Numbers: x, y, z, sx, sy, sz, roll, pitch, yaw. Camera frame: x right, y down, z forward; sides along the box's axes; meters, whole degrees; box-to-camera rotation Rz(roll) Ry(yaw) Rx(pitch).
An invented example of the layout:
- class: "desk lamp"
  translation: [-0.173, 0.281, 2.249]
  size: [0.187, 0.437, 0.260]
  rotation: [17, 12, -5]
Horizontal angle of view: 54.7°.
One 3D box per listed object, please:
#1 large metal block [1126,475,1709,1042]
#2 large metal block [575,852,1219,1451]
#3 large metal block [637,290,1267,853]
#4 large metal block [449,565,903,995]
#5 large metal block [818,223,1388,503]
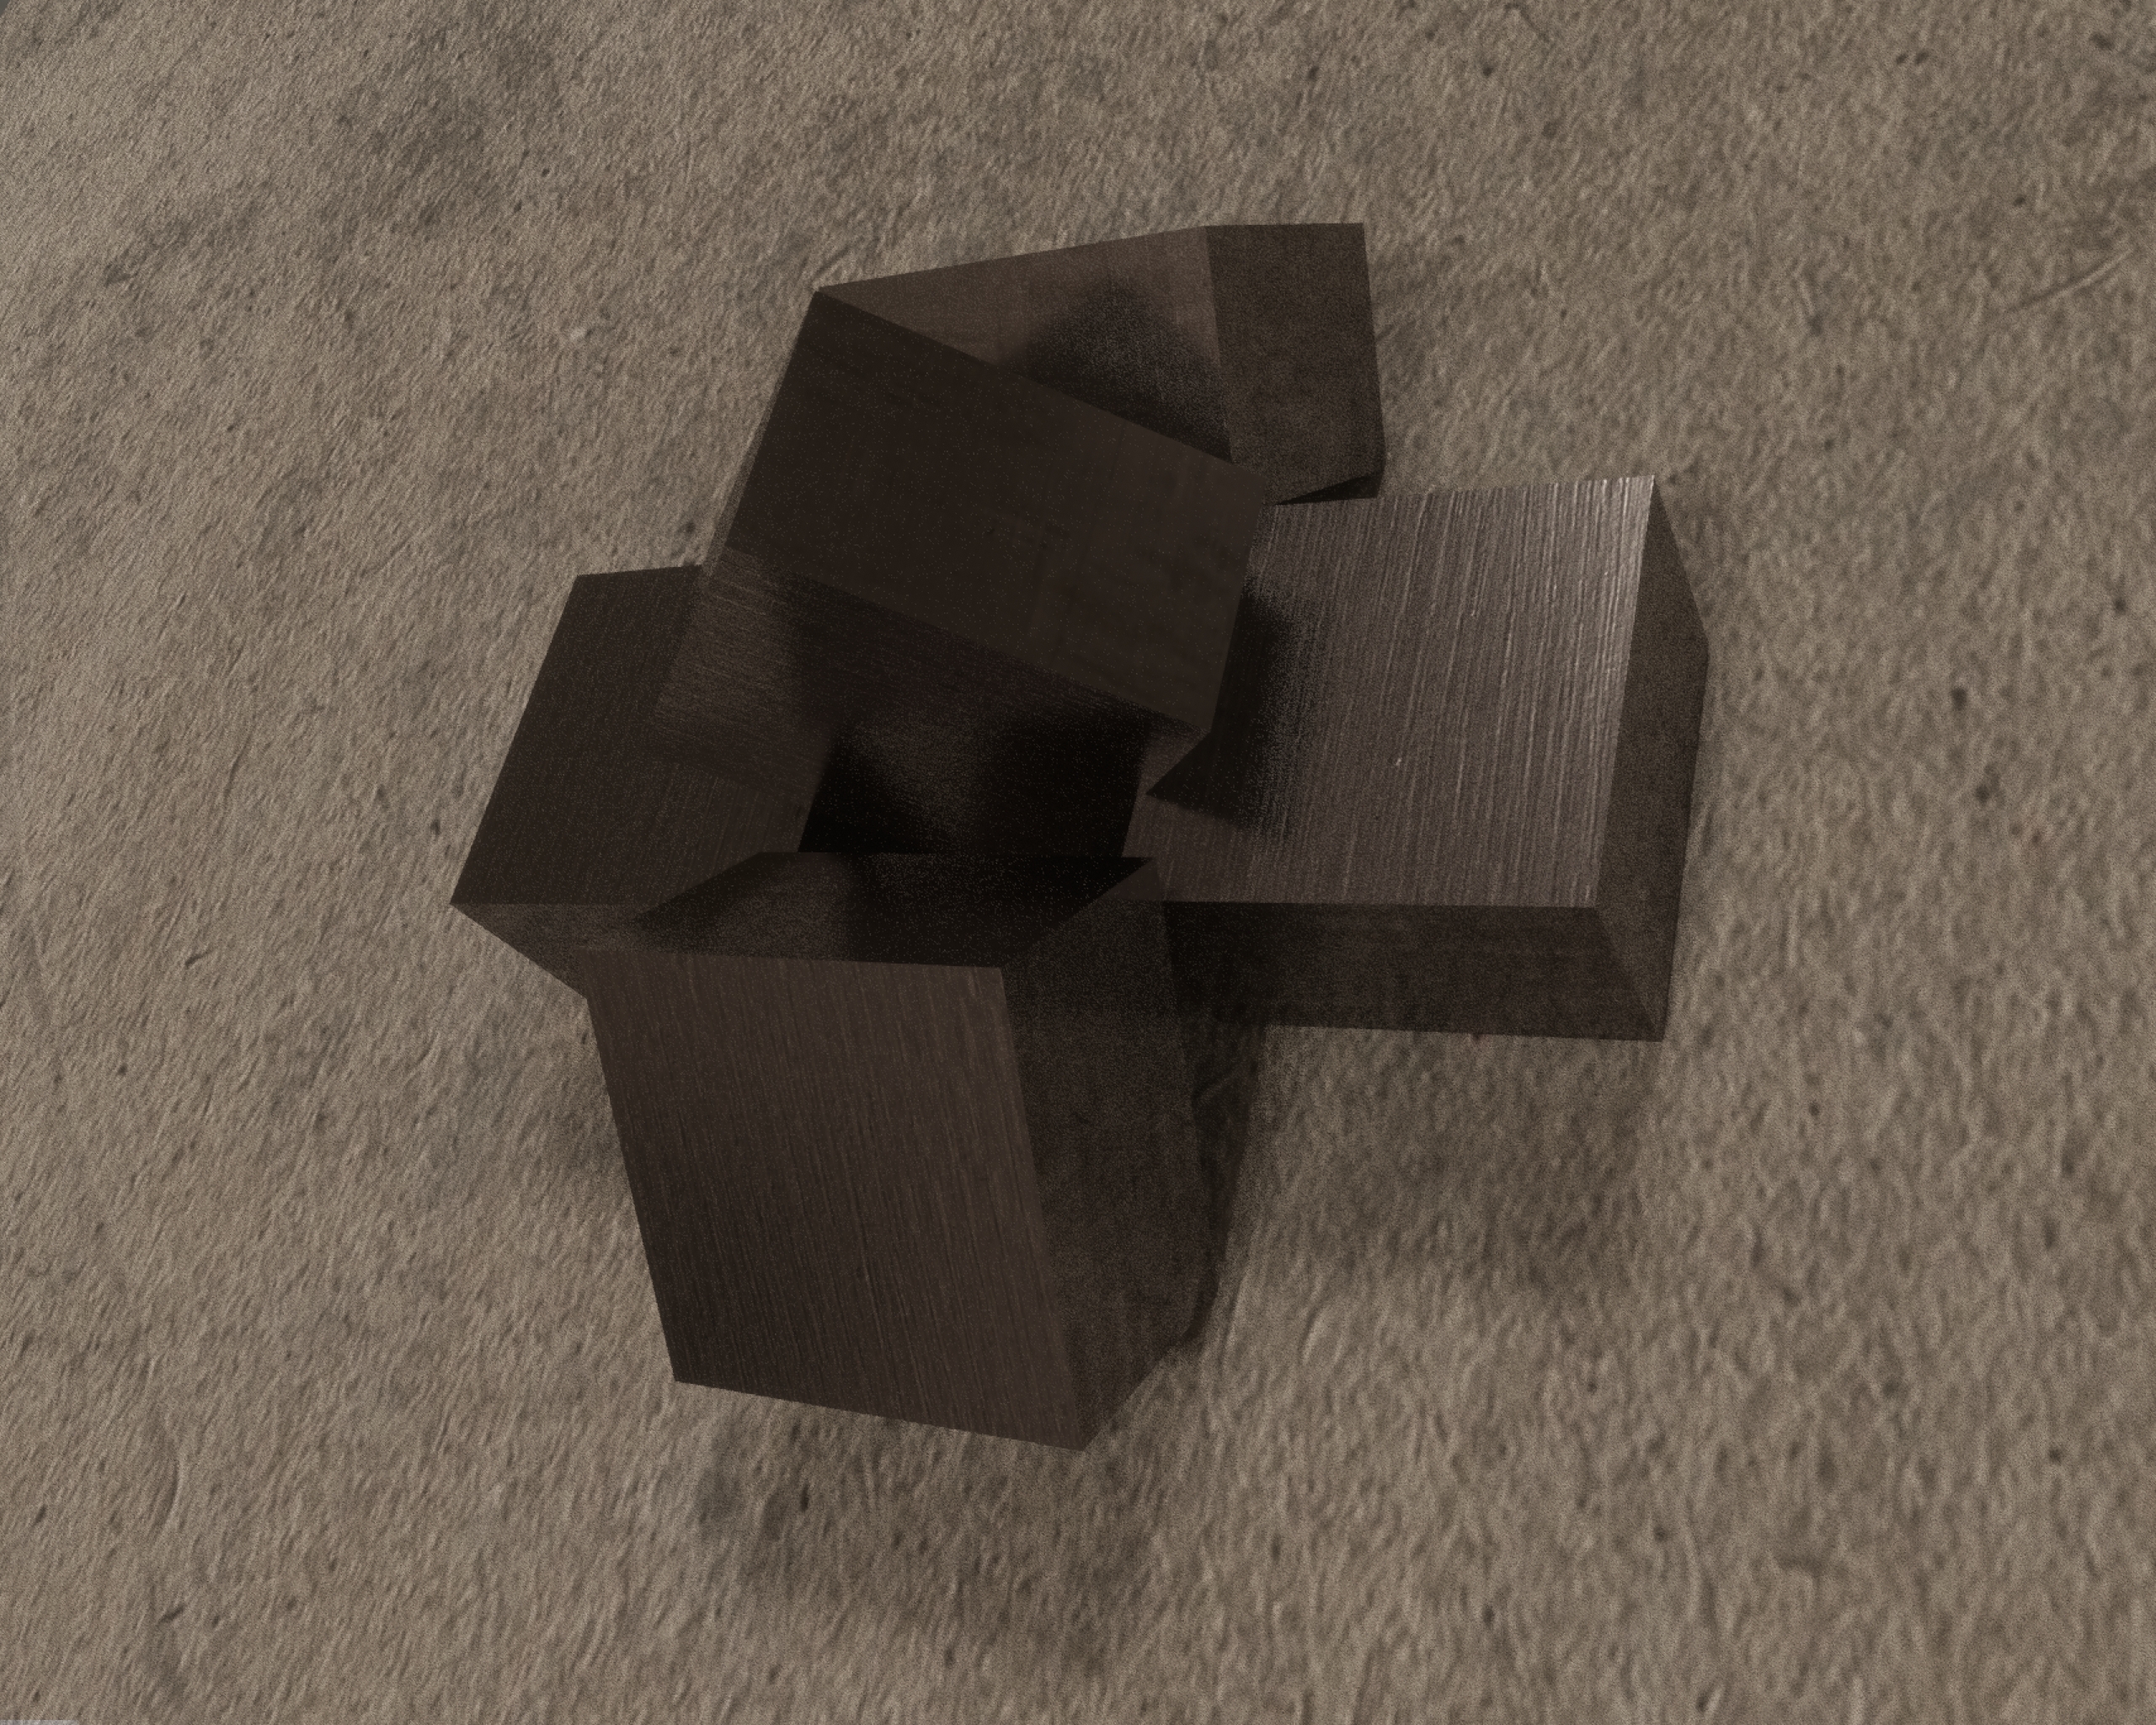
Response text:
- class: "large metal block"
  translation: [0.060, -0.017, 0.364]
  size: [0.080, 0.050, 0.080]
  rotation: [0, 62, 28]
- class: "large metal block"
  translation: [-0.028, 0.044, 0.349]
  size: [0.080, 0.079, 0.050]
  rotation: [1, 19, 29]
- class: "large metal block"
  translation: [-0.024, -0.043, 0.365]
  size: [0.080, 0.080, 0.050]
  rotation: [136, 151, -61]
- class: "large metal block"
  translation: [-0.071, -0.015, 0.434]
  size: [0.080, 0.050, 0.080]
  rotation: [0, 62, 27]
- class: "large metal block"
  translation: [0.008, -0.096, 0.416]
  size: [0.080, 0.080, 0.050]
  rotation: [0, 105, 28]
